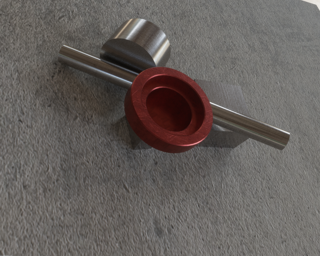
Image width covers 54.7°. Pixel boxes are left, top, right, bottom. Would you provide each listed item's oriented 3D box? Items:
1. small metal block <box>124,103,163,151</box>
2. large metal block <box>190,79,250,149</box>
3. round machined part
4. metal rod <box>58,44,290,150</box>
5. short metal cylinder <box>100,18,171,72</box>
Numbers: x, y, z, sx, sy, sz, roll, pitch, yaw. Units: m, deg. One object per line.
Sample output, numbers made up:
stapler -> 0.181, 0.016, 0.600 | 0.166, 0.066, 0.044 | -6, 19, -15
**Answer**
small metal block -> -0.019, -0.006, 0.384 | 0.025, 0.050, 0.050 | -2, 63, -30
large metal block -> 0.080, -0.018, 0.446 | 0.081, 0.050, 0.080 | 4, 60, -27
round machined part -> 0.006, -0.016, 0.346 | 0.099, 0.042, 0.098 | 13, 57, -22
metal rod -> 0.016, -0.039, 0.391 | 0.301, 0.025, 0.025 | 22, 52, 2
short metal cylinder -> -0.032, -0.097, 0.413 | 0.080, 0.080, 0.050 | 33, 51, -8
